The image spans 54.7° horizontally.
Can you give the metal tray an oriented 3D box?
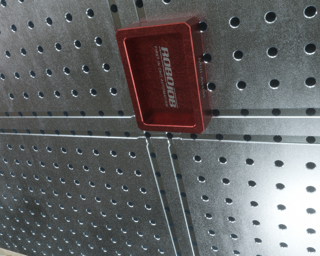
[{"bbox_3d":[0.007,-0.058,0.367,0.090,0.030,0.129,3,120,26],"label":"metal tray"}]
